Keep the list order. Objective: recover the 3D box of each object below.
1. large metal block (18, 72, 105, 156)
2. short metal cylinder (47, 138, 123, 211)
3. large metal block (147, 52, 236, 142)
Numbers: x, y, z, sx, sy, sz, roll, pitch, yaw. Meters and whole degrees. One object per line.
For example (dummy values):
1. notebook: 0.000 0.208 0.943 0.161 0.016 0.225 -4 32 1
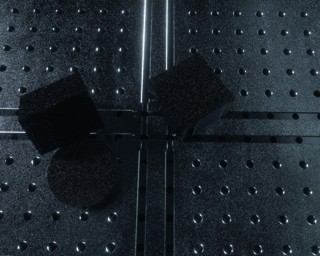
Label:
1. large metal block: -0.123 -0.021 0.384 0.080 0.050 0.080 -26 32 -9
2. short metal cylinder: -0.088 0.058 0.377 0.081 0.050 0.080 0 70 0
3. large metal block: 0.039 -0.040 0.413 0.080 0.050 0.080 -31 73 -11
